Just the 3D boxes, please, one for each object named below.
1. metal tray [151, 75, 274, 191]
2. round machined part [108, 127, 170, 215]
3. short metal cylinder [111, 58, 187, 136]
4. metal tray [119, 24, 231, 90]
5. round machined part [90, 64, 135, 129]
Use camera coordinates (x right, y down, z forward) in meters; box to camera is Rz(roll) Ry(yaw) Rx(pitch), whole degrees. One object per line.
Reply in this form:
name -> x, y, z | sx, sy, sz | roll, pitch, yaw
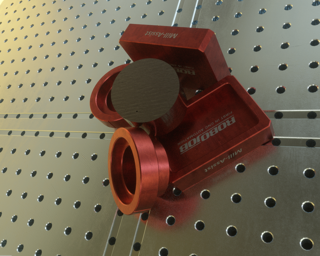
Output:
metal tray -> 0.055, 0.004, 0.372 | 0.130, 0.030, 0.090 | -32, 52, 7
round machined part -> -0.023, 0.047, 0.357 | 0.098, 0.042, 0.097 | 7, 98, 61
short metal cylinder -> -0.011, -0.036, 0.371 | 0.080, 0.050, 0.080 | -5, 70, 13
metal tray -> 0.020, -0.092, 0.411 | 0.130, 0.090, 0.030 | 16, 71, 34
round machined part -> -0.048, -0.042, 0.447 | 0.098, 0.042, 0.098 | -13, 56, 20
